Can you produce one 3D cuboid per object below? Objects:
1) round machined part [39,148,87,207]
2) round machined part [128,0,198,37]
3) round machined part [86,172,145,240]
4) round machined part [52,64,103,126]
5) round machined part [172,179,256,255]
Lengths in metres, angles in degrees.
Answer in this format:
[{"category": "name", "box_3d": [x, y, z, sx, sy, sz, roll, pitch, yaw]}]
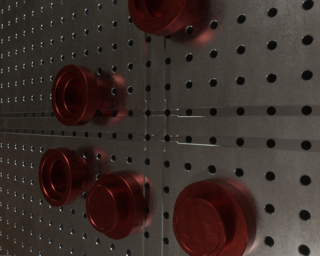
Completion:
[{"category": "round machined part", "box_3d": [-0.162, 0.082, 0.529, 0.098, 0.042, 0.097, 0, 90, 39]}, {"category": "round machined part", "box_3d": [0.009, -0.164, 0.389, 0.098, 0.042, 0.097, 0, 90, 39]}, {"category": "round machined part", "box_3d": [-0.071, 0.115, 0.455, 0.098, 0.042, 0.097, 0, 90, 39]}, {"category": "round machined part", "box_3d": [-0.131, -0.052, 0.503, 0.098, 0.042, 0.097, 0, 90, 39]}, {"category": "round machined part", "box_3d": [0.054, 0.110, 0.353, 0.098, 0.042, 0.097, 0, 90, 39]}]
